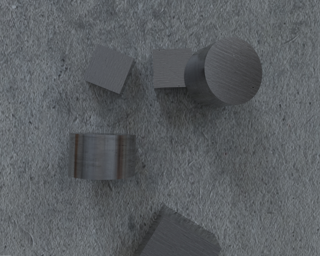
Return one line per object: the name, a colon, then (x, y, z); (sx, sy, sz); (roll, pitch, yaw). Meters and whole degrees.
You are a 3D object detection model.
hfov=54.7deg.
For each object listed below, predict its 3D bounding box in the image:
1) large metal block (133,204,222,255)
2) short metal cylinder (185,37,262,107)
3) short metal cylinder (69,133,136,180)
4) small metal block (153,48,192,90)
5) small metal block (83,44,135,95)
large metal block: (0.019, 0.159, 0.398); (0.080, 0.050, 0.080); (31, 90, -1)
short metal cylinder: (0.078, -0.067, 0.386); (0.081, 0.050, 0.079); (0, 89, -22)
short metal cylinder: (-0.070, 0.032, 0.382); (0.081, 0.080, 0.050); (2, 90, -1)
small metal block: (0.016, -0.077, 0.410); (0.050, 0.025, 0.050); (-2, 90, -1)
small metal block: (-0.066, -0.076, 0.409); (0.050, 0.025, 0.050); (22, 90, -1)
